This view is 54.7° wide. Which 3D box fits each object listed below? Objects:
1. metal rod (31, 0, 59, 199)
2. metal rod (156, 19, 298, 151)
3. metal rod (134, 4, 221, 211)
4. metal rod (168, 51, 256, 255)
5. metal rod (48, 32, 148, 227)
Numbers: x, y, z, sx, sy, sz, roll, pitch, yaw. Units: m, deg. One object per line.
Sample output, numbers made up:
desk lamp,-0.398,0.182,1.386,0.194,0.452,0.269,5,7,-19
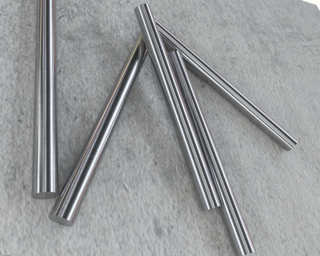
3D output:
metal rod,-0.136,-0.065,0.370,0.025,0.025,0.299,4,60,-27
metal rod,0.100,-0.068,0.501,0.300,0.025,0.025,40,51,-1
metal rod,0.019,-0.038,0.419,0.025,0.025,0.299,-8,72,-32
metal rod,0.061,0.019,0.427,0.025,0.025,0.299,-3,63,-30
metal rod,-0.059,-0.025,0.388,0.025,0.025,0.300,27,52,-12
